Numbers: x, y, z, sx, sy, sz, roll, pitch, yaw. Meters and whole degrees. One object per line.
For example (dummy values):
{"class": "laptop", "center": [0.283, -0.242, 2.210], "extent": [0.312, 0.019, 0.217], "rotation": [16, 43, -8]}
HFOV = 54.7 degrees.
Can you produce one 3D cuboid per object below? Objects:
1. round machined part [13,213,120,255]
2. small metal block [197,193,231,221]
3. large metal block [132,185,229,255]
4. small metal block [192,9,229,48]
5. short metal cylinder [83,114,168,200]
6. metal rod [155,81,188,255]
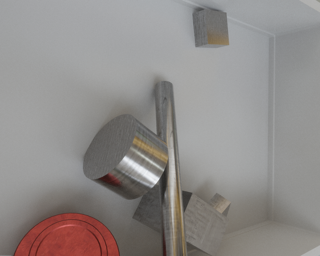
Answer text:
{"class": "round machined part", "center": [-0.086, 0.126, 0.290], "extent": [0.099, 0.042, 0.098], "rotation": [10, 50, -12]}
{"class": "small metal block", "center": [0.077, 0.133, 0.459], "extent": [0.050, 0.025, 0.050], "rotation": [-37, 145, -34]}
{"class": "large metal block", "center": [0.027, 0.116, 0.396], "extent": [0.080, 0.080, 0.050], "rotation": [40, 66, -33]}
{"class": "small metal block", "center": [0.078, -0.151, 0.475], "extent": [0.050, 0.025, 0.050], "rotation": [-11, 97, -40]}
{"class": "short metal cylinder", "center": [-0.038, 0.031, 0.341], "extent": [0.050, 0.080, 0.080], "rotation": [40, 65, -33]}
{"class": "metal rod", "center": [0.012, 0.071, 0.335], "extent": [0.025, 0.025, 0.299], "rotation": [26, 47, -37]}
